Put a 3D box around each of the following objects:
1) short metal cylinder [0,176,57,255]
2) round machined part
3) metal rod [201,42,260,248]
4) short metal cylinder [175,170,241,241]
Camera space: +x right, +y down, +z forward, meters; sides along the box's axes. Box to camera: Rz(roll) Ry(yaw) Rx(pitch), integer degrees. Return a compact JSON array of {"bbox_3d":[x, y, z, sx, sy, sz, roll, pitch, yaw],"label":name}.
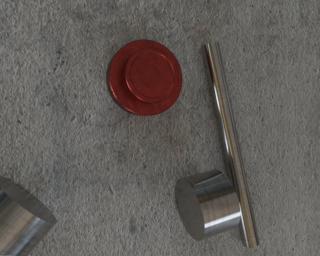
[{"bbox_3d":[-0.157,0.094,0.322,0.080,0.080,0.050,43,76,-15],"label":"short metal cylinder"},{"bbox_3d":[-0.016,-0.064,0.395,0.099,0.042,0.097,0,90,-21],"label":"round machined part"},{"bbox_3d":[0.103,0.027,0.448,0.025,0.025,0.298,-14,95,-20],"label":"metal rod"},{"bbox_3d":[0.060,0.099,0.403,0.050,0.080,0.079,-12,94,-20],"label":"short metal cylinder"}]
